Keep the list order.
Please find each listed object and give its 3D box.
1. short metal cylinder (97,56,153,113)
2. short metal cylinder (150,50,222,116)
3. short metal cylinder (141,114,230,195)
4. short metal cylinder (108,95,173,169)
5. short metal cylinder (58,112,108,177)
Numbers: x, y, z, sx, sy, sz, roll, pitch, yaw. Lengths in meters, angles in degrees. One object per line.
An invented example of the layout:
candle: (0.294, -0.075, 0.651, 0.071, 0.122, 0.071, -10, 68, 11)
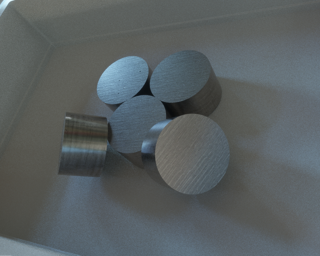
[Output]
short metal cylinder: (-0.041, -0.055, 0.440, 0.080, 0.050, 0.080, -13, 56, 20)
short metal cylinder: (0.034, -0.053, 0.402, 0.080, 0.050, 0.080, -13, 56, 20)
short metal cylinder: (0.026, 0.027, 0.329, 0.080, 0.080, 0.050, -58, 14, -13)
short metal cylinder: (-0.019, 0.006, 0.391, 0.080, 0.050, 0.080, -13, 56, 20)
short metal cylinder: (-0.101, 0.022, 0.399, 0.050, 0.080, 0.080, 7, 54, -19)
